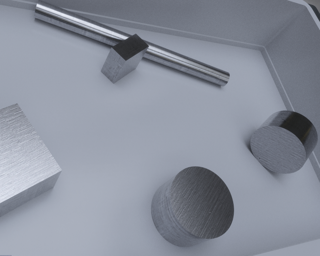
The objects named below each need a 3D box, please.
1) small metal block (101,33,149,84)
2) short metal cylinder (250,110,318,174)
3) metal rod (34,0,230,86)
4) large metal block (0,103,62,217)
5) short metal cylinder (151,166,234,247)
[{"bbox_3d":[-0.048,-0.094,0.423,0.025,0.050,0.050,44,51,2],"label":"small metal block"},{"bbox_3d":[0.183,0.021,0.459,0.080,0.080,0.050,49,51,6],"label":"short metal cylinder"},{"bbox_3d":[-0.028,-0.120,0.465,0.302,0.025,0.025,16,55,-20],"label":"metal rod"},{"bbox_3d":[-0.152,0.035,0.287,0.081,0.050,0.080,-29,78,-38],"label":"large metal block"},{"bbox_3d":[0.037,0.091,0.356,0.081,0.050,0.080,14,56,-21],"label":"short metal cylinder"}]
